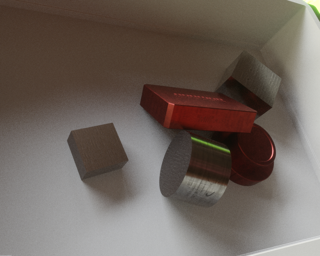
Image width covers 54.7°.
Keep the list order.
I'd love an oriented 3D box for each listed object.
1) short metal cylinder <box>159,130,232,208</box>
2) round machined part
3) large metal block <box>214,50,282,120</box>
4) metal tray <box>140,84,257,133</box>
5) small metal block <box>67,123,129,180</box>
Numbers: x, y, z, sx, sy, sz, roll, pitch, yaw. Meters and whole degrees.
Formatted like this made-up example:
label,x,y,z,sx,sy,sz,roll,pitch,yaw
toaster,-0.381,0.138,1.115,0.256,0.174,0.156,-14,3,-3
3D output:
label,x,y,z,sx,sy,sz,roll,pitch,yaw
short metal cylinder,0.039,0.048,0.364,0.050,0.080,0.080,20,54,-17
round machined part,0.126,0.030,0.446,0.099,0.042,0.098,14,56,-21
large metal block,0.145,-0.069,0.513,0.080,0.050,0.080,36,51,-4
metal tray,0.050,-0.026,0.413,0.131,0.030,0.090,3,21,-26
small metal block,-0.071,0.026,0.353,0.050,0.025,0.050,-13,69,-34
